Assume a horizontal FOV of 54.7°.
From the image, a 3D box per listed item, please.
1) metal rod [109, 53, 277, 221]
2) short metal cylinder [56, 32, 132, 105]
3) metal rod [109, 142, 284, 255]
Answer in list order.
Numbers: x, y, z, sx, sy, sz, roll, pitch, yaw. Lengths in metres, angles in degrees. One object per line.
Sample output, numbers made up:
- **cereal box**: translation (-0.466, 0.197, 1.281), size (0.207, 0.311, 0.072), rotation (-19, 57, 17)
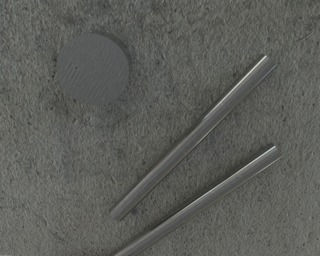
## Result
- **metal rod**: translation (0.035, 0.022, 0.418), size (0.025, 0.025, 0.299), rotation (40, 105, -14)
- **short metal cylinder**: translation (-0.075, -0.072, 0.369), size (0.081, 0.050, 0.079), rotation (0, 110, -1)
- **metal rod**: translation (0.044, 0.119, 0.454), size (0.300, 0.025, 0.025), rotation (-38, 106, 12)
